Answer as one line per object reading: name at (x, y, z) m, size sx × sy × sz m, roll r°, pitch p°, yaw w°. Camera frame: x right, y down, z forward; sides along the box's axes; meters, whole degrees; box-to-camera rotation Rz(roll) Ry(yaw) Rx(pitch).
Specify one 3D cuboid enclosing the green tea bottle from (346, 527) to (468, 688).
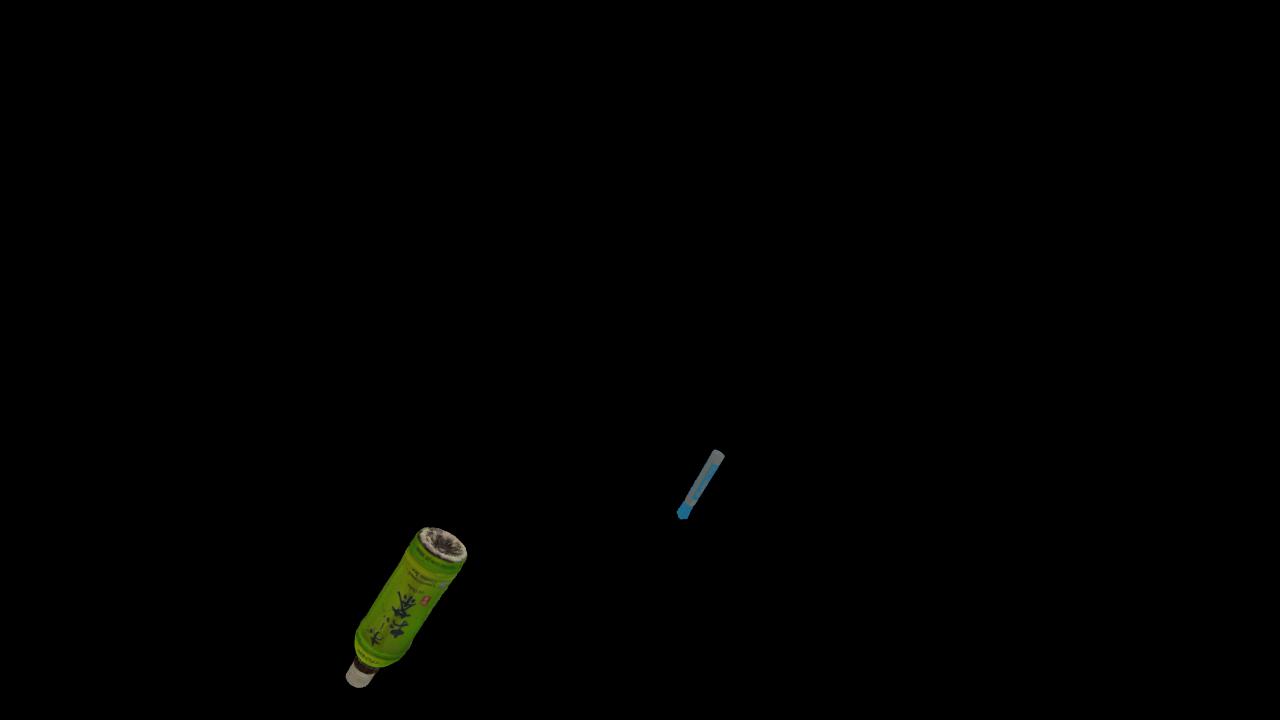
green tea bottle at (-0.297, 0.310, 0.762) m, size 0.073 × 0.212 × 0.073 m, roll 33°, pitch 6°, yaw -4°

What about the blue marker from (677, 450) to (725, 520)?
blue marker at (0.086, 0.183, 0.891) m, size 0.020 × 0.121 × 0.020 m, roll 24°, pitch 19°, yaw -9°
